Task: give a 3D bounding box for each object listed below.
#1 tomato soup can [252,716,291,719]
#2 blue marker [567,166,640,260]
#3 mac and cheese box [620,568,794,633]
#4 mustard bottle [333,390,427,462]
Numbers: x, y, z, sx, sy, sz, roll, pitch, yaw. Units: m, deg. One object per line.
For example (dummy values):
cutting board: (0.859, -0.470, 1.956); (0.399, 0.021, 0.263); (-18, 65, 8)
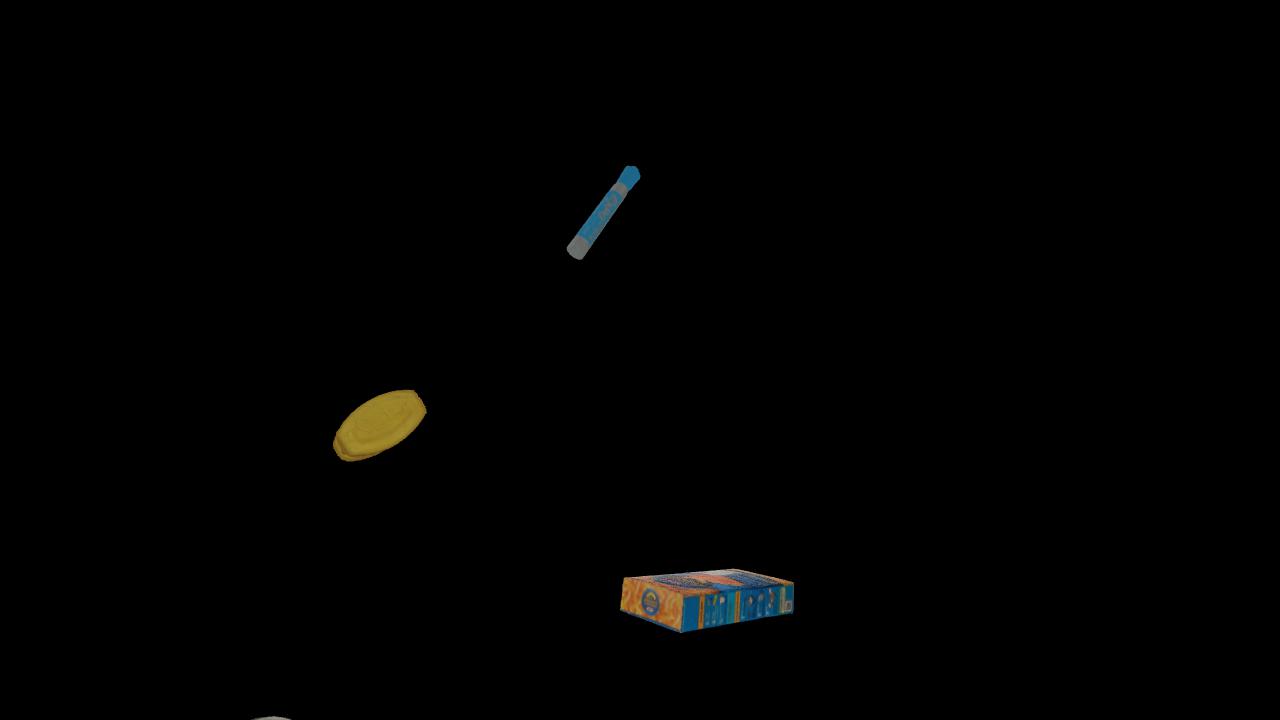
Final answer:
tomato soup can: (-0.246, 0.272, 0.397); (0.068, 0.068, 0.101); (0, -32, -32)
blue marker: (-0.034, -0.150, 0.614); (0.020, 0.121, 0.020); (26, -23, 12)
mac and cheese box: (0.078, 0.260, 0.678); (0.184, 0.041, 0.093); (13, -11, -41)
mustard bottle: (-0.306, 0.082, 0.708); (0.092, 0.054, 0.184); (-41, 9, -30)
